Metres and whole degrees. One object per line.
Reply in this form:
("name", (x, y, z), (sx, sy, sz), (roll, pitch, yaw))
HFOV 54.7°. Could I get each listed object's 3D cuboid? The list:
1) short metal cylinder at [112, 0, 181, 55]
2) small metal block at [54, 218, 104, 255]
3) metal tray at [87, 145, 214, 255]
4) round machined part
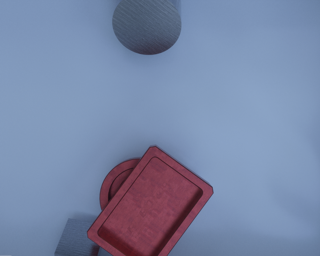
("short metal cylinder", (-0.014, -0.137, 0.377), (0.081, 0.080, 0.050), (3, 48, -1))
("small metal block", (-0.100, 0.148, 0.395), (0.050, 0.050, 0.025), (10, 128, -1))
("metal tray", (-0.011, 0.096, 0.366), (0.090, 0.030, 0.130), (36, 90, -1))
("round machined part", (-0.026, 0.086, 0.403), (0.099, 0.042, 0.097), (0, 90, -1))
